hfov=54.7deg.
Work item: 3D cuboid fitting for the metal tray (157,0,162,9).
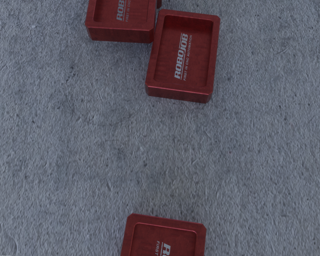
[{"bbox_3d":[-0.040,-0.255,0.498,0.091,0.030,0.130,2,70,0],"label":"metal tray"}]

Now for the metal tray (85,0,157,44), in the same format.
[{"bbox_3d":[-0.050,-0.185,0.440,0.091,0.030,0.130,4,70,1],"label":"metal tray"}]

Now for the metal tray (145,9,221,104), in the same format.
[{"bbox_3d":[0.034,-0.104,0.443,0.091,0.030,0.130,8,70,3],"label":"metal tray"}]

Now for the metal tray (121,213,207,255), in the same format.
[{"bbox_3d":[-0.001,0.168,0.343,0.091,0.030,0.130,8,70,3],"label":"metal tray"}]
